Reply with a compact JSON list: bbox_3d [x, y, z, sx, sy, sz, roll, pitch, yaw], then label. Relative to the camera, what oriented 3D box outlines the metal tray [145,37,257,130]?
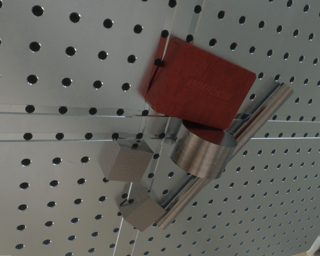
[{"bbox_3d":[0.056,-0.053,0.408,0.131,0.030,0.089,13,112,-34],"label":"metal tray"}]

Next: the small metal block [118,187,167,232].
[{"bbox_3d":[-0.026,0.126,0.477,0.050,0.025,0.050,-40,130,-1],"label":"small metal block"}]

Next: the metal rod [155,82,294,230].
[{"bbox_3d":[0.100,0.048,0.497,0.300,0.025,0.025,-48,129,5],"label":"metal rod"}]

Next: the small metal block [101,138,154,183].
[{"bbox_3d":[-0.044,0.044,0.416,0.050,0.025,0.050,13,112,-34],"label":"small metal block"}]

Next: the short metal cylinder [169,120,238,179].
[{"bbox_3d":[0.058,0.026,0.426,0.081,0.080,0.050,8,114,-33],"label":"short metal cylinder"}]
